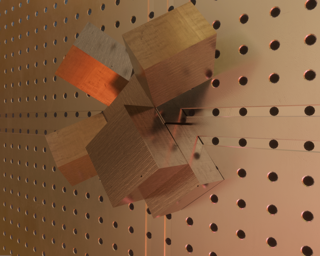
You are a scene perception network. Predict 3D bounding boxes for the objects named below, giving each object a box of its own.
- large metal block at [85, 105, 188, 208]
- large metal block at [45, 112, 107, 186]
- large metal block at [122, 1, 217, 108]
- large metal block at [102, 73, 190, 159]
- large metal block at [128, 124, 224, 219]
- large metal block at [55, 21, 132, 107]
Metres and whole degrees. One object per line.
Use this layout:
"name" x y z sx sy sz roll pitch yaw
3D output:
"large metal block" -0.029 0.031 0.351 0.080 0.050 0.080 -44 64 30
"large metal block" -0.105 0.032 0.442 0.050 0.080 0.080 60 165 24
"large metal block" 0.013 -0.078 0.343 0.080 0.080 0.050 -28 66 -6
"large metal block" -0.021 -0.014 0.411 0.080 0.050 0.080 -46 63 30
"large metal block" 0.016 0.052 0.380 0.080 0.050 0.080 -43 63 30
"large metal block" -0.084 -0.088 0.424 0.050 0.080 0.080 -45 24 31
